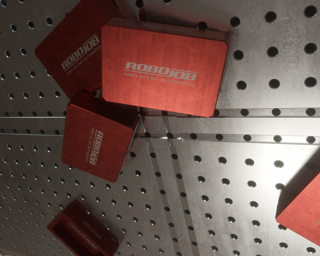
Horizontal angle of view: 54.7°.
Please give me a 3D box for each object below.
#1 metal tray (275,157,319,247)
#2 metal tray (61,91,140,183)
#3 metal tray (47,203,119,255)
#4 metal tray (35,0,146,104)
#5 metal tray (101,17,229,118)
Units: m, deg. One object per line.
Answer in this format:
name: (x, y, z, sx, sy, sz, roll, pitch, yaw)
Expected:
metal tray: (0.205, 0.082, 0.351, 0.090, 0.030, 0.129, 29, 128, 9)
metal tray: (-0.088, 0.018, 0.442, 0.090, 0.030, 0.129, 22, 134, -2)
metal tray: (-0.156, 0.219, 0.622, 0.130, 0.030, 0.090, 45, 129, -4)
metal tray: (-0.092, -0.096, 0.395, 0.130, 0.030, 0.090, -27, 104, 37)
metal tray: (0.003, -0.066, 0.344, 0.131, 0.030, 0.089, 9, 124, 5)
